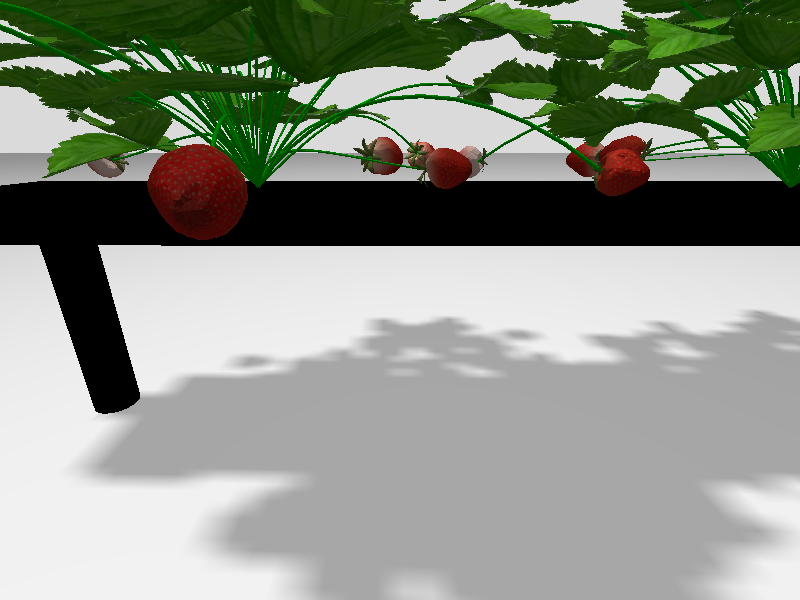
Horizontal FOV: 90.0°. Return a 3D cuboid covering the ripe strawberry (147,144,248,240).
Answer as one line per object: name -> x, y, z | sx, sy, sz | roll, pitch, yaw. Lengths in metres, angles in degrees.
ripe strawberry -> -0.076, -0.039, 0.150 | 0.034, 0.036, 0.037 | -5, 31, -12

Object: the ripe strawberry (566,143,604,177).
ripe strawberry -> 0.205, -0.156, 0.443 | 0.040, 0.039, 0.037 | 19, 28, 40

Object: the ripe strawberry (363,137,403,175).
ripe strawberry -> -0.016, -0.158, 0.439 | 0.046, 0.039, 0.046 | 18, 27, 38

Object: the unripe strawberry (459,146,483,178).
unripe strawberry -> 0.070, -0.146, 0.425 | 0.034, 0.033, 0.031 | 2, 21, 21

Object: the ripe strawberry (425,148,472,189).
ripe strawberry -> 0.038, -0.101, 0.308 | 0.035, 0.030, 0.035 | 4, 22, 9

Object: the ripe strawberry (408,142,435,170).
ripe strawberry -> 0.030, -0.182, 0.508 | 0.039, 0.035, 0.035 | 16, 9, 35

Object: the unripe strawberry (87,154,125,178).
unripe strawberry -> -0.325, -0.154, 0.439 | 0.039, 0.038, 0.036 | 11, 24, 27

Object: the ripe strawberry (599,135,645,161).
ripe strawberry -> 0.219, -0.141, 0.397 | 0.039, 0.041, 0.036 | 13, 25, 30

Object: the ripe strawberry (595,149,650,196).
ripe strawberry -> 0.149, -0.084, 0.267 | 0.031, 0.031, 0.034 | 9, 23, 12
